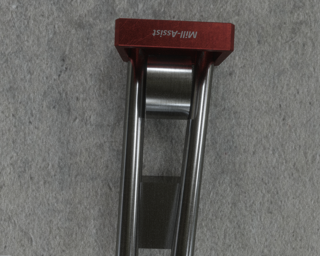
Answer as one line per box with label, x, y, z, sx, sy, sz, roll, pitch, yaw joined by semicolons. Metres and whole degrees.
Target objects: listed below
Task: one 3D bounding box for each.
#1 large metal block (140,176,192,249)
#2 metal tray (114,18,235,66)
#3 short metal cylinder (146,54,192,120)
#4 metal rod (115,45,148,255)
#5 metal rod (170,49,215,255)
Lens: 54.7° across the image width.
large metal block;0.002;0.105;0.397;0.081;0.050;0.079;2;90;-1
metal tray;0.016;-0.102;0.378;0.131;0.090;0.030;2;90;-1
short metal cylinder;0.010;-0.050;0.384;0.050;0.080;0.079;2;90;-1
metal rod;-0.033;0.042;0.365;0.025;0.025;0.299;2;75;-1
metal rod;0.038;0.045;0.365;0.025;0.025;0.299;9;75;-1
